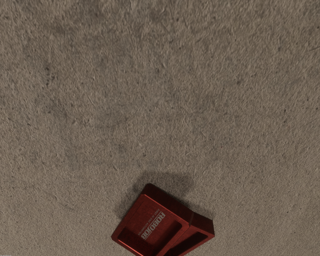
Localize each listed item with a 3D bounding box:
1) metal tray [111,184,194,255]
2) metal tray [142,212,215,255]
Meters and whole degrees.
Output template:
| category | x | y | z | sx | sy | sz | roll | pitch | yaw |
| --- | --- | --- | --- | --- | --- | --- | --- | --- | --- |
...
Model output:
| category | x | y | z | sx | sy | sz | roll | pitch | yaw |
| --- | --- | --- | --- | --- | --- | --- | --- | --- | --- |
| metal tray | -0.015 | 0.163 | 0.515 | 0.090 | 0.030 | 0.129 | 33 | 121 | 1 |
| metal tray | 0.025 | 0.200 | 0.574 | 0.090 | 0.030 | 0.129 | 30 | 124 | -24 |
